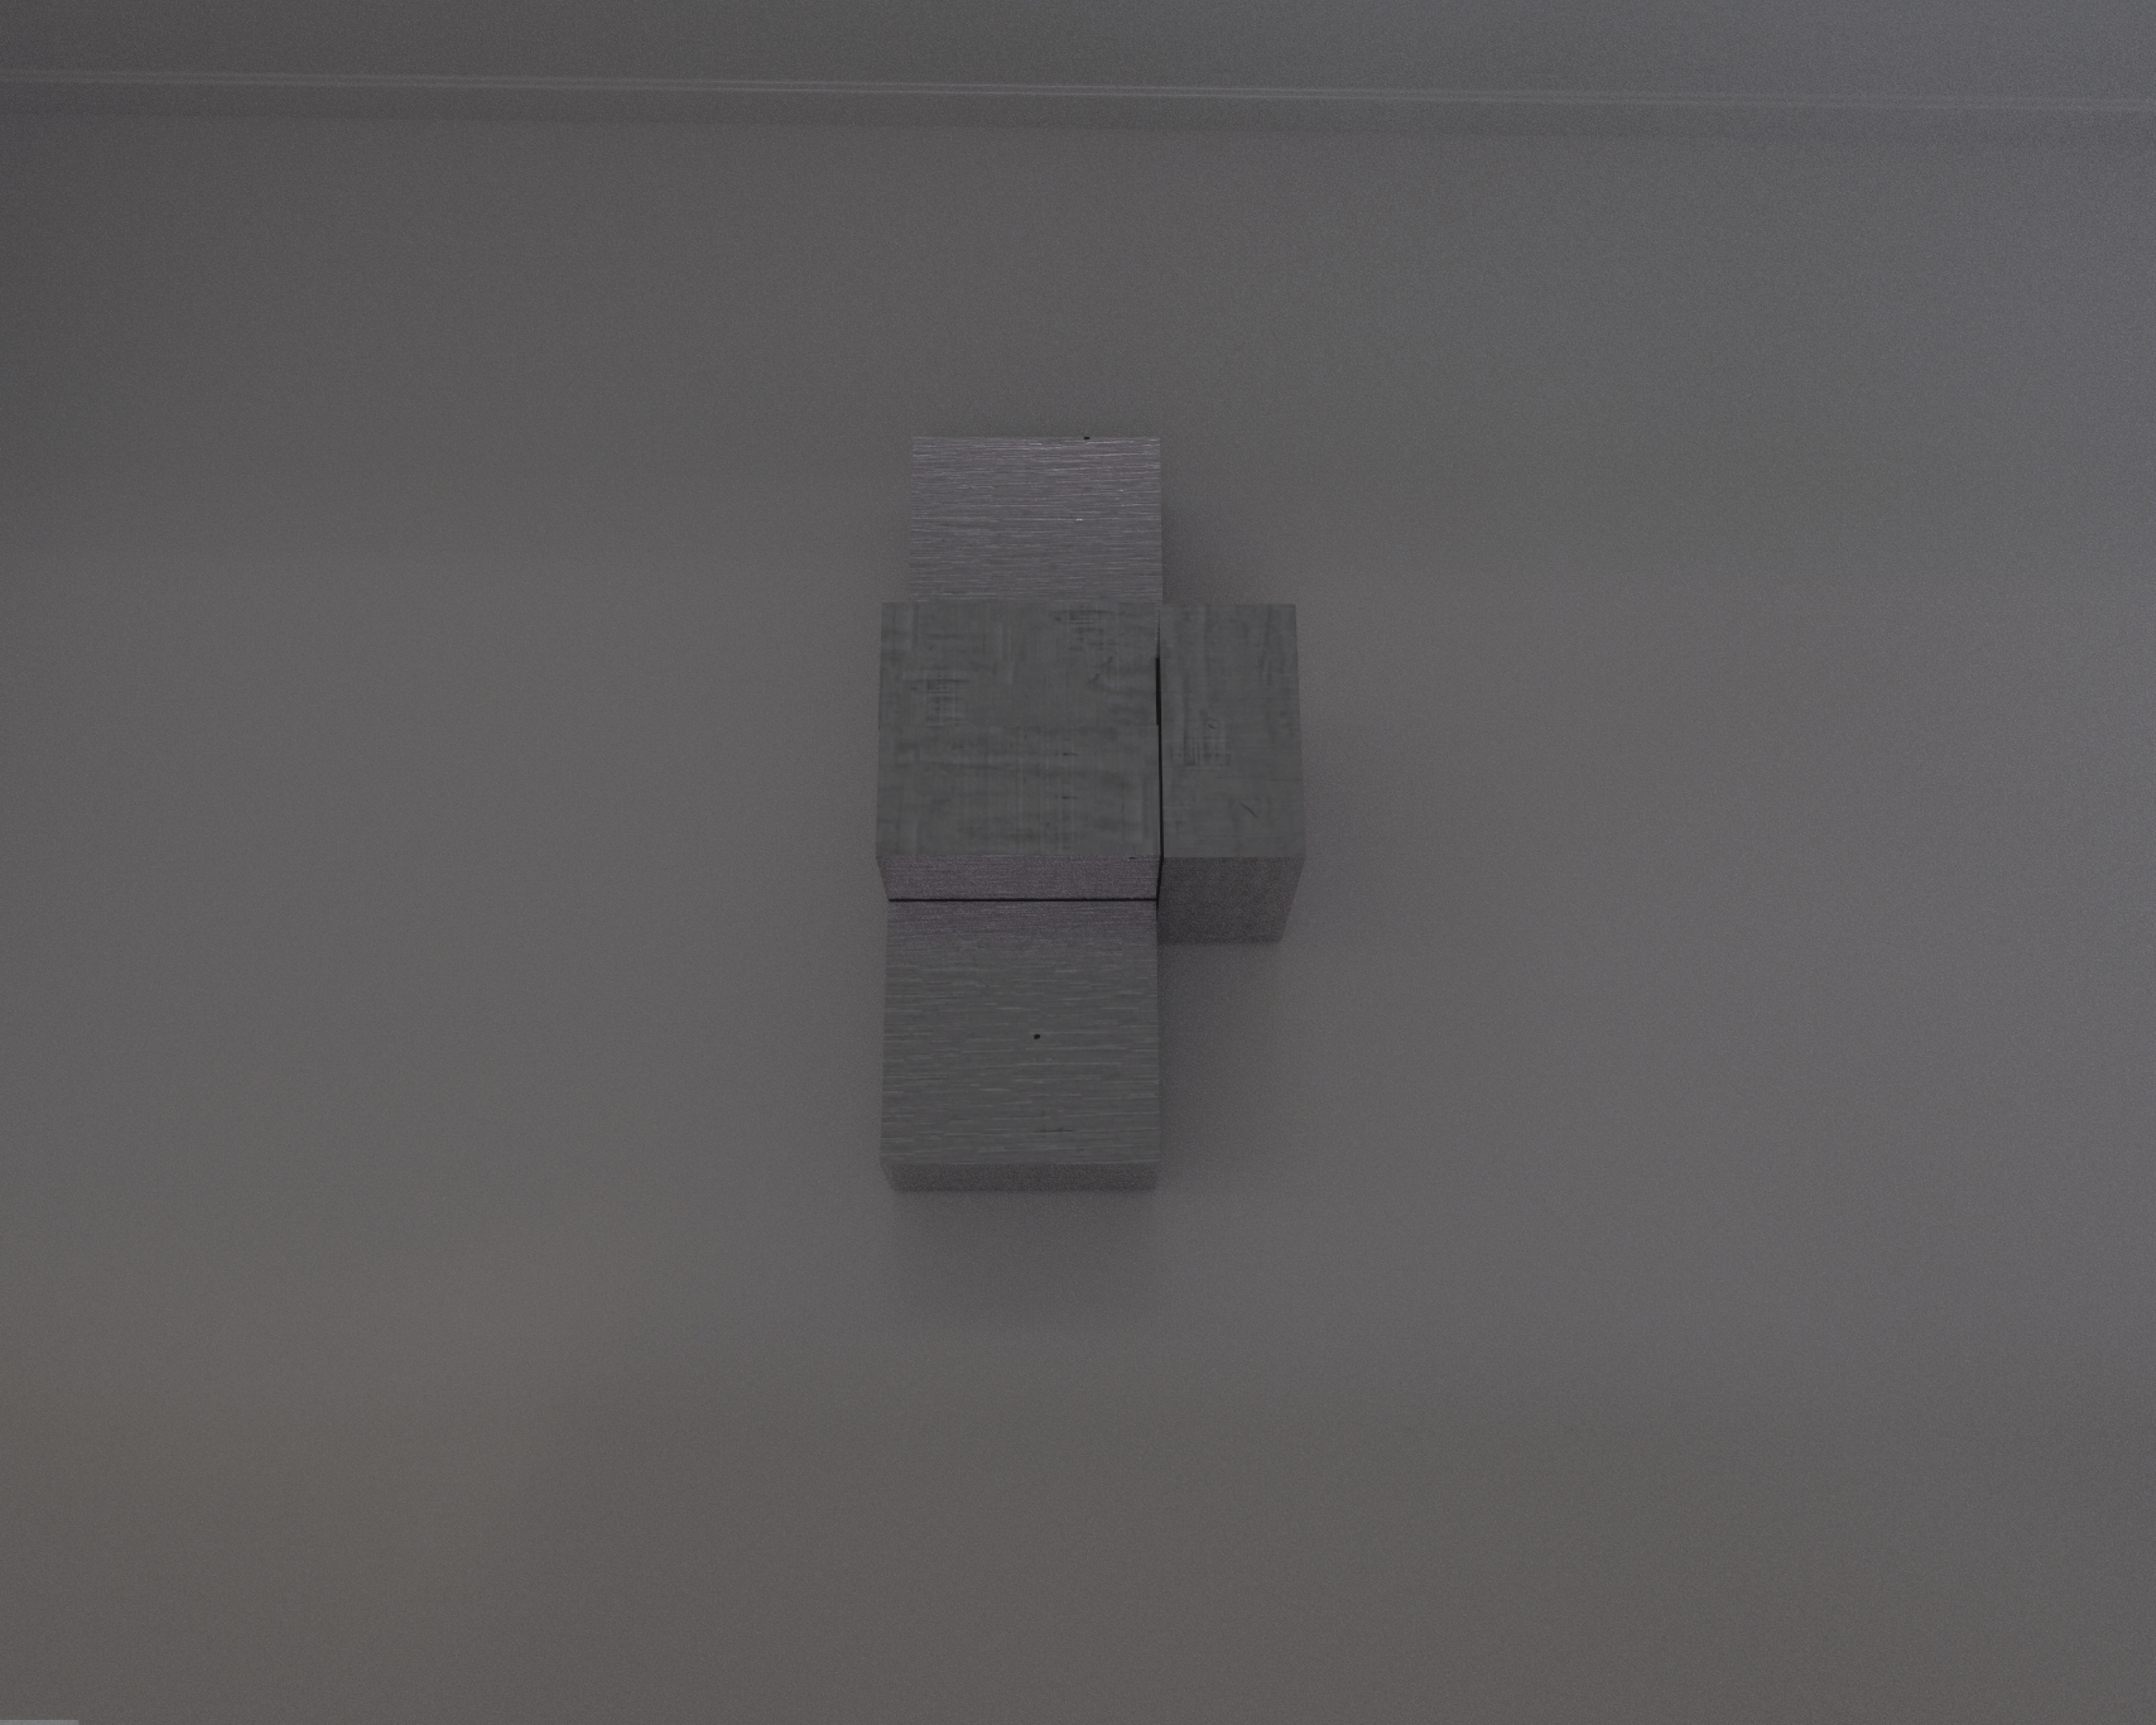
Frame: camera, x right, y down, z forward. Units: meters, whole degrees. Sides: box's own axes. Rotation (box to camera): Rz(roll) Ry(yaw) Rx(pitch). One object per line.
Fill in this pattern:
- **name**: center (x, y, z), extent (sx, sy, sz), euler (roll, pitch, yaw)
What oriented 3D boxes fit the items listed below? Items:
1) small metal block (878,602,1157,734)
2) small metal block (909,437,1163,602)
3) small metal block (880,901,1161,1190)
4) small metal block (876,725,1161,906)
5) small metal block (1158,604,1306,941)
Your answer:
- **small metal block**: center (-0.011, -0.028, 0.405), extent (0.050, 0.050, 0.025), euler (0, 70, 0)
- **small metal block**: center (-0.008, -0.059, 0.429), extent (0.050, 0.025, 0.050), euler (0, 70, 0)
- **small metal block**: center (-0.010, 0.035, 0.395), extent (0.050, 0.025, 0.050), euler (0, 70, 0)
- **small metal block**: center (-0.011, -0.005, 0.396), extent (0.050, 0.050, 0.025), euler (0, 70, 0)
- **small metal block**: center (0.028, -0.016, 0.400), extent (0.025, 0.050, 0.050), euler (0, 70, 0)
